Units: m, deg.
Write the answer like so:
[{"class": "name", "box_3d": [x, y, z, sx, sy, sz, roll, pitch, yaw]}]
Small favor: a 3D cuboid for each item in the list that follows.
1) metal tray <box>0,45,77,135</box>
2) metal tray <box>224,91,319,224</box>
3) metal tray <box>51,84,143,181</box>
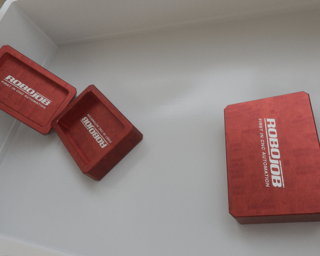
[{"class": "metal tray", "box_3d": [-0.213, -0.058, 0.493, 0.090, 0.130, 0.030, -60, 12, -14]}, {"class": "metal tray", "box_3d": [0.117, 0.030, 0.323, 0.090, 0.030, 0.130, -10, 57, 23]}, {"class": "metal tray", "box_3d": [-0.096, 0.002, 0.451, 0.090, 0.030, 0.130, -44, 51, -3]}]
